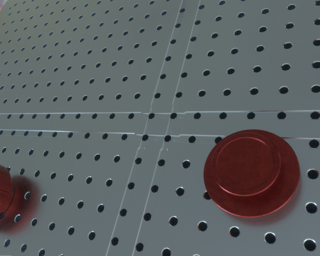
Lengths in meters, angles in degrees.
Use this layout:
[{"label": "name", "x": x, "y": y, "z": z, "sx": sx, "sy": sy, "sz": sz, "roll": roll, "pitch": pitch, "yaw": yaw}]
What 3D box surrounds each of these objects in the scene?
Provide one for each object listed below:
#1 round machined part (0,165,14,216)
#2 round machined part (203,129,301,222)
[{"label": "round machined part", "x": -0.266, "y": 0.103, "z": 0.476, "sx": 0.098, "sy": 0.042, "sz": 0.098, "roll": -13, "pitch": 56, "yaw": 21}, {"label": "round machined part", "x": 0.092, "y": 0.044, "z": 0.323, "sx": 0.098, "sy": 0.042, "sz": 0.098, "roll": -13, "pitch": 56, "yaw": 21}]
